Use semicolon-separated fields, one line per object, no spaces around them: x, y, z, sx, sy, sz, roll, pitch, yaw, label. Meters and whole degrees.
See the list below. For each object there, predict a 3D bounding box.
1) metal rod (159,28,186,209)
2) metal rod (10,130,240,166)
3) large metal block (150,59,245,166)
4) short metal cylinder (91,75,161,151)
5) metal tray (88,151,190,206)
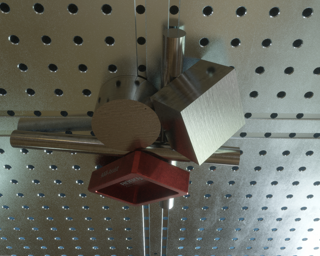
0.013;0.013;0.423;0.025;0.025;0.298;0;131;-1;metal rod
-0.049;0.026;0.411;0.302;0.025;0.025;4;130;5;metal rod
0.046;-0.019;0.353;0.080;0.050;0.080;-39;131;-20;large metal block
-0.039;-0.017;0.380;0.081;0.050;0.079;0;130;0;short metal cylinder
-0.033;0.077;0.440;0.090;0.030;0.130;27;146;-28;metal tray
